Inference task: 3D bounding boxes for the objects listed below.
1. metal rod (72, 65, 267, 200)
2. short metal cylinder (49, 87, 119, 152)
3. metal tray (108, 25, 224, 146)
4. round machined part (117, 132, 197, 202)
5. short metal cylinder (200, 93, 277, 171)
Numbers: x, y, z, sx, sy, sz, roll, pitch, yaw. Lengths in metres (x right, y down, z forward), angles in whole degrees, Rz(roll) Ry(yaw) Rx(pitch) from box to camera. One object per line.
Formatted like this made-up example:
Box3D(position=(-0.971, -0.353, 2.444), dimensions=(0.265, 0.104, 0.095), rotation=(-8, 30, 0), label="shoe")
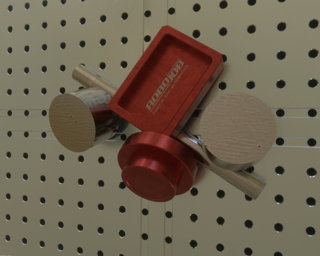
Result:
Box3D(position=(0.000, -0.003, 0.413), dimensions=(0.300, 0.025, 0.025), rotation=(33, 101, 17), label="metal rod")
Box3D(position=(-0.103, -0.013, 0.423), dimensions=(0.080, 0.050, 0.079), rotation=(10, 111, 27), label="short metal cylinder")
Box3D(position=(0.008, -0.054, 0.391), dimensions=(0.090, 0.030, 0.130), rotation=(34, 87, 17), label="metal tray")
Box3D(position=(-0.008, 0.054, 0.377), dimensions=(0.098, 0.042, 0.097), rotation=(14, 138, 14), label="round machined part")
Box3D(position=(0.087, 0.006, 0.356), dimensions=(0.080, 0.050, 0.080), rotation=(-2, 73, 8), label="short metal cylinder")
